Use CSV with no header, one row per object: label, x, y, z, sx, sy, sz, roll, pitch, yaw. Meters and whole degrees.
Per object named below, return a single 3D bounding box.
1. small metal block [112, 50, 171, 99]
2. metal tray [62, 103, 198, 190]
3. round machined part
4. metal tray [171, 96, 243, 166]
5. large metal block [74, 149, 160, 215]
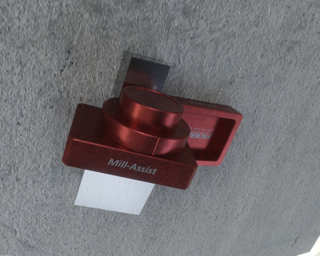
small metal block,-0.022,-0.058,0.362,0.050,0.025,0.050,7,115,-32
metal tray,-0.032,0.018,0.339,0.131,0.090,0.030,14,113,-15
round machined part,-0.013,-0.013,0.333,0.099,0.098,0.042,6,115,-32
metal tray,0.045,0.007,0.436,0.131,0.030,0.089,6,115,-32
large metal block,-0.052,0.055,0.375,0.081,0.050,0.079,14,125,-15
